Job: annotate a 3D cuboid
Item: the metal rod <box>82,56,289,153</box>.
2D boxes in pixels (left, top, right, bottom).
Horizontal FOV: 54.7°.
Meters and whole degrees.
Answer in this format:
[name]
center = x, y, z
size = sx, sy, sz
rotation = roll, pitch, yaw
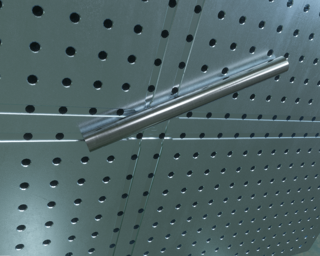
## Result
[metal rod]
center = 0.045, -0.038, 0.414
size = 0.302, 0.025, 0.025
rotation = -23, 127, -15
